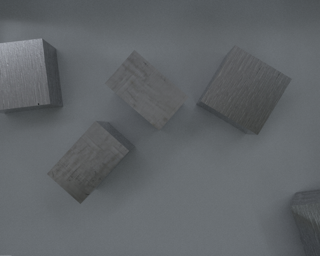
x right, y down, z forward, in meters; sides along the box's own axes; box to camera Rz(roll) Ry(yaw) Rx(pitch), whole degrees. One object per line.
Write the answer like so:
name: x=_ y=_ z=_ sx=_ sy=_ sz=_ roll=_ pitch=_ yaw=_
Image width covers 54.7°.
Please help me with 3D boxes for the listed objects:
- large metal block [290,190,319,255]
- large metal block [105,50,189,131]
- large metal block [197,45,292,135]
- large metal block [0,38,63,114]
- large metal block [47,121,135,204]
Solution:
large metal block: x=0.218 y=0.120 z=0.383 sx=0.080 sy=0.050 sz=0.080 roll=-18 pitch=90 yaw=33
large metal block: x=-0.014 y=-0.042 z=0.384 sx=0.080 sy=0.080 sz=0.050 roll=41 pitch=90 yaw=0
large metal block: x=0.105 y=-0.046 z=0.399 sx=0.080 sy=0.050 sz=0.080 roll=31 pitch=90 yaw=0
large metal block: x=-0.177 y=-0.064 z=0.397 sx=0.080 sy=0.050 sz=0.080 roll=-7 pitch=90 yaw=0
large metal block: x=-0.080 y=0.038 z=0.383 sx=0.050 sy=0.080 sz=0.080 roll=42 pitch=90 yaw=0
